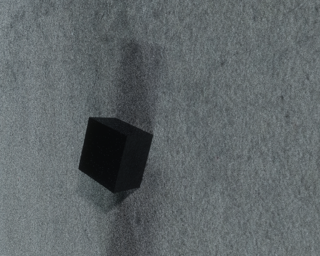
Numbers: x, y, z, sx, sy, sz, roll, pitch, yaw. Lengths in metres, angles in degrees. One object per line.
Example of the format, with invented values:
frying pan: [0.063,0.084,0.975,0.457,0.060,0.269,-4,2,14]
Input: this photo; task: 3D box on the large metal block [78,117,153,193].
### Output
large metal block: [-0.064,0.035,0.439,0.080,0.050,0.079,23,105,37]
